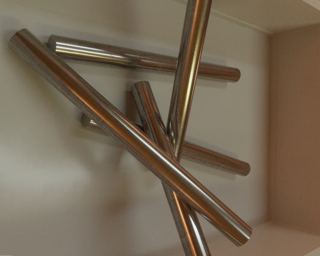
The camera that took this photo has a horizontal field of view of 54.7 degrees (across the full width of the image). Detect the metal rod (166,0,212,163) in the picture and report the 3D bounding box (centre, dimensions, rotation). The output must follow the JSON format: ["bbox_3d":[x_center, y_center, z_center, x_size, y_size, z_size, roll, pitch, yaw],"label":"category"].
[{"bbox_3d":[0.032,-0.077,0.340,0.025,0.025,0.298,-13,122,-39],"label":"metal rod"}]

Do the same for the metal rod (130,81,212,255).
[{"bbox_3d":[0.022,0.080,0.336,0.025,0.025,0.299,-1,63,-40],"label":"metal rod"}]

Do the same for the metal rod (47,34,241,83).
[{"bbox_3d":[0.006,-0.084,0.410,0.302,0.025,0.025,-1,91,-40],"label":"metal rod"}]

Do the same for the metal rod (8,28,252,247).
[{"bbox_3d":[-0.024,0.014,0.310,0.300,0.025,0.025,42,62,-6],"label":"metal rod"}]

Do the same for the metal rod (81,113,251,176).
[{"bbox_3d":[0.031,0.029,0.432,0.302,0.025,0.025,20,77,-38],"label":"metal rod"}]
